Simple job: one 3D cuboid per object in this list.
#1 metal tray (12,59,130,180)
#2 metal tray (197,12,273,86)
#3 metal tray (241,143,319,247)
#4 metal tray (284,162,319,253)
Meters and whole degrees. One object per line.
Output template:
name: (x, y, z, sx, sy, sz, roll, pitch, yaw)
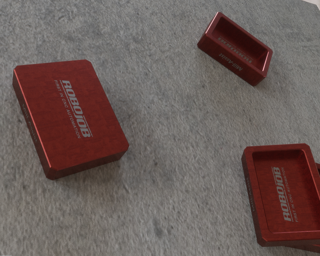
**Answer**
metal tray: (-0.103, -0.015, 0.355, 0.091, 0.030, 0.130, -15, 70, -34)
metal tray: (0.140, -0.146, 0.567, 0.130, 0.030, 0.090, 33, 51, -7)
metal tray: (0.166, 0.085, 0.411, 0.091, 0.030, 0.130, -3, 56, 2)
metal tray: (0.215, 0.109, 0.452, 0.091, 0.030, 0.130, 17, 55, -19)
